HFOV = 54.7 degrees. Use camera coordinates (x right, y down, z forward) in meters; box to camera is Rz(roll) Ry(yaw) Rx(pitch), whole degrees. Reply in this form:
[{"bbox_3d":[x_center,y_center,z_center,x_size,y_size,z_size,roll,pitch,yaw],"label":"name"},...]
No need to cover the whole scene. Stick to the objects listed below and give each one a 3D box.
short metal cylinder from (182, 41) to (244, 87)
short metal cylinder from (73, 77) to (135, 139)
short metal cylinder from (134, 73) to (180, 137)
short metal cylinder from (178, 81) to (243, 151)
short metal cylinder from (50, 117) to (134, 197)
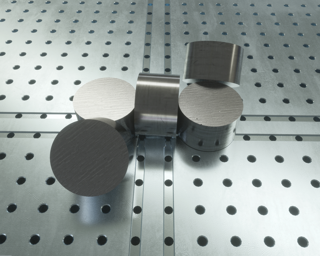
[{"bbox_3d":[0.075,-0.088,0.438,0.080,0.080,0.050,7,92,5],"label":"short metal cylinder"},{"bbox_3d":[-0.069,-0.021,0.407,0.081,0.050,0.080,0,50,0],"label":"short metal cylinder"},{"bbox_3d":[-0.002,-0.029,0.396,0.050,0.080,0.080,4,50,3],"label":"short metal cylinder"},{"bbox_3d":[0.063,-0.016,0.405,0.081,0.050,0.080,0,50,0],"label":"short metal cylinder"},{"bbox_3d":[-0.071,0.029,0.339,0.081,0.050,0.079,0,94,1],"label":"short metal cylinder"}]
